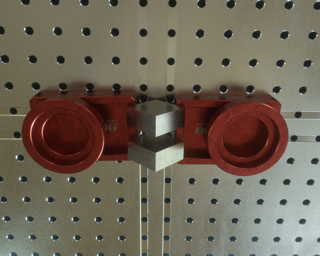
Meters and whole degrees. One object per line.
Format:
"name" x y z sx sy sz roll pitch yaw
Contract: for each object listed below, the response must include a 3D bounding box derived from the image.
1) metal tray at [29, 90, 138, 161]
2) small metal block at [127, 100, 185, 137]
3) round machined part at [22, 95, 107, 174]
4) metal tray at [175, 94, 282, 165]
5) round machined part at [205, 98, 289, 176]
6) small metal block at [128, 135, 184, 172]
"metal tray" -0.095 -0.002 0.410 0.131 0.030 0.089 -1 112 0
"small metal block" -0.005 -0.014 0.380 0.050 0.050 0.025 19 117 41
"round machined part" -0.117 0.005 0.392 0.099 0.042 0.097 0 110 0
"metal tray" 0.086 0.003 0.413 0.131 0.030 0.089 1 110 -1
"round machined part" 0.107 0.008 0.395 0.099 0.042 0.097 0 110 0
"small metal block" -0.005 0.028 0.394 0.050 0.050 0.025 19 117 41
